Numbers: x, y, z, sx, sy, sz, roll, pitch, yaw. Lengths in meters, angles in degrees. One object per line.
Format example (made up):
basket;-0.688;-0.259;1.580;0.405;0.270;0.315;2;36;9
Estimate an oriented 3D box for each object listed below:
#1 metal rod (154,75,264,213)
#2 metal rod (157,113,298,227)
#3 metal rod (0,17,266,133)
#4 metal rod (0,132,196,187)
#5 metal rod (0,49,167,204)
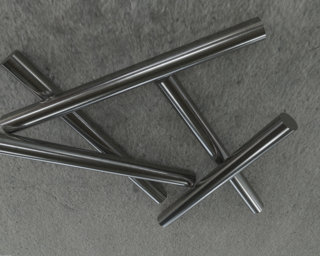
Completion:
metal rod;0.083;0.037;0.439;0.025;0.025;0.300;-26;126;20
metal rod;0.075;0.078;0.446;0.025;0.025;0.298;21;136;-18
metal rod;-0.036;-0.053;0.340;0.301;0.025;0.025;-20;128;7
metal rod;-0.079;0.044;0.403;0.302;0.025;0.025;15;130;-29
metal rod;-0.082;0.017;0.420;0.025;0.025;0.300;-27;126;21
